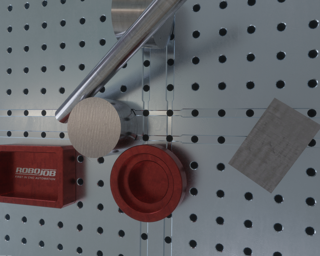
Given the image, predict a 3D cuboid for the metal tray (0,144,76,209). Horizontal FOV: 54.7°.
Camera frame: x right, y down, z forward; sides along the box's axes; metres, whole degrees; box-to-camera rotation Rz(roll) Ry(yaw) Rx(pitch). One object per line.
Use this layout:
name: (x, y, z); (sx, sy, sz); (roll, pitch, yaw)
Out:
metal tray: (-0.195, 0.071, 0.478); (0.130, 0.030, 0.089); (0, 90, 19)

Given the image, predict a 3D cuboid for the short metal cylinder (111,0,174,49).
short metal cylinder: (-0.019, -0.142, 0.390); (0.050, 0.080, 0.079); (9, 93, 20)

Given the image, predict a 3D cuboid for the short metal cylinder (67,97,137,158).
short metal cylinder: (-0.078, -0.001, 0.427); (0.080, 0.050, 0.079); (0, 90, 20)

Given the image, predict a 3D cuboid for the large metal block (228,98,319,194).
large metal block: (0.124, 0.017, 0.340); (0.050, 0.080, 0.080); (36, 101, 16)

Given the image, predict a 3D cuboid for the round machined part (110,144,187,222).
round machined part: (-0.012, 0.069, 0.408); (0.098, 0.042, 0.097); (0, 90, 19)

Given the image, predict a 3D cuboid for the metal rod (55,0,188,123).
metal rod: (-0.050, -0.087, 0.374); (0.299, 0.025, 0.025); (-36, 78, 38)
